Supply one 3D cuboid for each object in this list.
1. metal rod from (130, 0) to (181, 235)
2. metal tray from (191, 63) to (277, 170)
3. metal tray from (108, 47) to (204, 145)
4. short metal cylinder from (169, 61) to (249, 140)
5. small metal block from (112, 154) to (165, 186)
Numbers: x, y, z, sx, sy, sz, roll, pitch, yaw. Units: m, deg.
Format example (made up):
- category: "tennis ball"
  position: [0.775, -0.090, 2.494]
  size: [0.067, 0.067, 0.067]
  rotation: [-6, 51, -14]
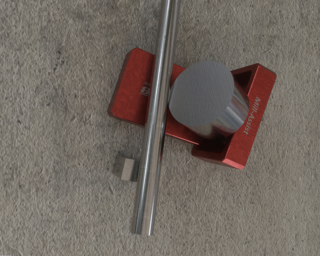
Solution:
- category: "metal rod"
  position: [-0.002, -0.030, 0.369]
  size: [0.025, 0.025, 0.299]
  rotation: [12, 77, -20]
- category: "metal tray"
  position: [0.095, -0.015, 0.412]
  size: [0.030, 0.090, 0.130]
  rotation: [24, 82, -19]
- category: "metal tray"
  position: [0.007, -0.039, 0.411]
  size: [0.131, 0.030, 0.090]
  rotation: [19, 83, -20]
- category: "short metal cylinder"
  position: [0.058, -0.031, 0.364]
  size: [0.050, 0.080, 0.080]
  rotation: [32, 78, -51]
- category: "small metal block"
  position: [-0.028, 0.052, 0.387]
  size: [0.050, 0.050, 0.025]
  rotation: [13, 86, -20]
